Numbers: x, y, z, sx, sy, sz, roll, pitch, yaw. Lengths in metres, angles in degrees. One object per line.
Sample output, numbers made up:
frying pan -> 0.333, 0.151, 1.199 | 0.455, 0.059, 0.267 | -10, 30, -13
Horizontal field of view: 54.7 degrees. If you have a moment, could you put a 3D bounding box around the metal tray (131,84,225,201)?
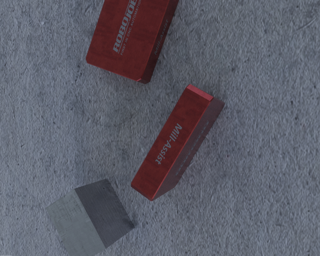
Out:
metal tray -> 0.025, 0.017, 0.365 | 0.030, 0.090, 0.129 | 33, 101, 17

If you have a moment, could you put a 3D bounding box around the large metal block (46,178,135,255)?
large metal block -> -0.089, 0.120, 0.411 | 0.050, 0.080, 0.080 | -34, 79, 17

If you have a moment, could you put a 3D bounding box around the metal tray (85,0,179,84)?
metal tray -> -0.038, -0.135, 0.420 | 0.090, 0.030, 0.129 | 22, 97, 18
